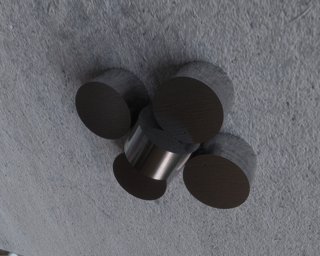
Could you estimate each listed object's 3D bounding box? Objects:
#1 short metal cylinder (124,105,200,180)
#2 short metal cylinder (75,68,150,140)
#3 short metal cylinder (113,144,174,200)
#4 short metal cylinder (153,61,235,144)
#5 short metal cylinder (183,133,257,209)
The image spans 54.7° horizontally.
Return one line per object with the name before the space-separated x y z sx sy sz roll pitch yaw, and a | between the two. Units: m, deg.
short metal cylinder | 0.003 0.016 0.380 0.080 0.080 0.050 34 129 5
short metal cylinder | -0.061 -0.032 0.402 0.080 0.050 0.079 13 124 20
short metal cylinder | -0.018 0.053 0.432 0.080 0.050 0.079 13 124 20
short metal cylinder | 0.039 -0.029 0.350 0.080 0.050 0.079 13 124 20
short metal cylinder | 0.075 0.052 0.383 0.080 0.050 0.079 13 124 20
